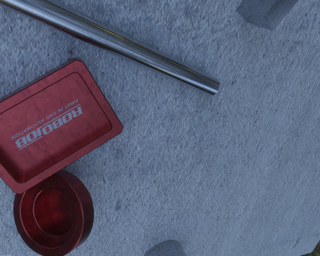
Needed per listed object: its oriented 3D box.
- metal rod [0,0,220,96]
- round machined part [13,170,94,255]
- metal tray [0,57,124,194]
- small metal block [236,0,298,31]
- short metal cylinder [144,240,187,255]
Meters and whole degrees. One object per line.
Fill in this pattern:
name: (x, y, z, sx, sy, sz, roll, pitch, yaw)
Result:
metal rod: (-0.048, -0.090, 0.324, 0.302, 0.025, 0.025, 17, 110, -35)
round machined part: (-0.120, 0.097, 0.367, 0.098, 0.098, 0.042, -58, 164, 13)
metal tray: (-0.117, -0.003, 0.323, 0.131, 0.030, 0.090, -32, 114, -8)
small metal block: (0.128, -0.149, 0.369, 0.025, 0.050, 0.050, 31, 101, -38)
short metal cylinder: (0.014, 0.248, 0.552, 0.081, 0.050, 0.079, -14, 124, -21)
